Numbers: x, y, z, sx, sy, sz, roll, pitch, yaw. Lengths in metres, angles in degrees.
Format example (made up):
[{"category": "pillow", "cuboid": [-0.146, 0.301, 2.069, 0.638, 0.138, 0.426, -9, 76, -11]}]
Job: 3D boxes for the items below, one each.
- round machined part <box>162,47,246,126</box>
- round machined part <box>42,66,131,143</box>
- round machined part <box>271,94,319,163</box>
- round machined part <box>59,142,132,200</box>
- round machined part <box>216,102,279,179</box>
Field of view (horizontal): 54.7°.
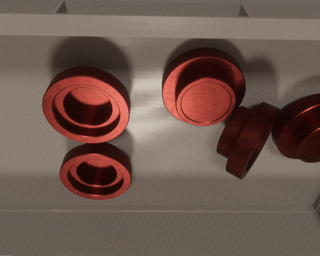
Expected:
[{"category": "round machined part", "cuboid": [0.052, -0.041, 0.364, 0.099, 0.042, 0.097, -1, 130, 0]}, {"category": "round machined part", "cuboid": [-0.084, -0.031, 0.370, 0.099, 0.042, 0.097, -1, 130, 0]}, {"category": "round machined part", "cuboid": [0.199, 0.007, 0.397, 0.099, 0.042, 0.097, -7, 132, -8]}, {"category": "round machined part", "cuboid": [-0.089, 0.057, 0.445, 0.099, 0.042, 0.097, -1, 130, 0]}, {"category": "round machined part", "cuboid": [0.106, 0.011, 0.385, 0.042, 0.099, 0.097, 29, 134, 22]}]
